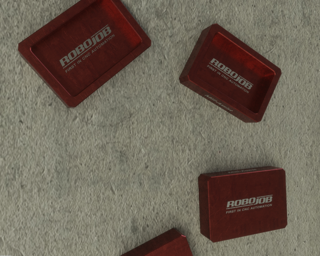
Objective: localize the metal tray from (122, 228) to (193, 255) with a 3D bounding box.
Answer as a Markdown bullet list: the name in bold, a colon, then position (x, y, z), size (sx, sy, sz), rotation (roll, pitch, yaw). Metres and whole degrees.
- **metal tray**: position (0.009, 0.213, 0.410), size (0.091, 0.030, 0.129), rotation (-22, 98, -19)

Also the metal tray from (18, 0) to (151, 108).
- **metal tray**: position (-0.087, -0.097, 0.373), size (0.130, 0.030, 0.090), rotation (-43, 104, -15)

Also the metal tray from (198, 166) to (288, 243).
- **metal tray**: position (0.122, 0.107, 0.452), size (0.131, 0.030, 0.089), rotation (-3, 91, -20)

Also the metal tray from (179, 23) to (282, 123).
- **metal tray**: position (0.103, -0.075, 0.443), size (0.131, 0.030, 0.090), rotation (29, 81, -18)
